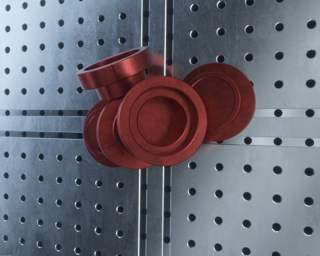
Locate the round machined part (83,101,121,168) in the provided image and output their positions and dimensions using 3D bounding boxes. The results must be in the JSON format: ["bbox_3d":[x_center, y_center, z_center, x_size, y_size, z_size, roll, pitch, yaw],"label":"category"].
[{"bbox_3d":[-0.065,0.006,0.425,0.098,0.042,0.097,0,90,19],"label":"round machined part"}]

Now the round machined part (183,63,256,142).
[{"bbox_3d":[0.066,-0.032,0.380,0.098,0.042,0.097,0,90,19],"label":"round machined part"}]

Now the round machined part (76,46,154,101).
[{"bbox_3d":[-0.053,-0.068,0.397,0.098,0.098,0.042,-13,111,19],"label":"round machined part"}]

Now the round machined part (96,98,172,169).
[{"bbox_3d":[-0.028,0.003,0.387,0.099,0.042,0.097,1,87,-17],"label":"round machined part"}]

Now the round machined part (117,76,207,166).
[{"bbox_3d":[0.000,-0.007,0.352,0.099,0.042,0.097,0,89,-14],"label":"round machined part"}]
